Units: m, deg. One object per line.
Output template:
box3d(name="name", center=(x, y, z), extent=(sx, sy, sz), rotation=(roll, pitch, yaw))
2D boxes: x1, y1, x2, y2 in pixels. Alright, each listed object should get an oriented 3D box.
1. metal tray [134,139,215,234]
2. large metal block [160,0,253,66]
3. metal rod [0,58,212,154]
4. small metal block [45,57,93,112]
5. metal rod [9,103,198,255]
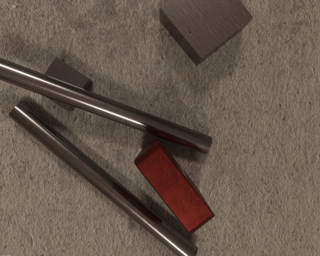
box3d(name="metal tray", center=(0.014, 0.058, 0.358), extent=(0.030, 0.130, 0.090), rotation=(-38, 90, 0))
box3d(name="large metal block", center=(0.056, -0.140, 0.398), extent=(0.080, 0.050, 0.080), rotation=(-39, 91, 0))
box3d(name="metal rod", center=(-0.076, -0.028, 0.388), extent=(0.302, 0.025, 0.025), rotation=(20, 90, -9))
box3d(name="small metal block", center=(-0.126, -0.057, 0.408), extent=(0.050, 0.025, 0.050), rotation=(34, 90, -1))
box3d(name="metal rod", center=(-0.073, 0.073, 0.409), extent=(0.300, 0.025, 0.025), rotation=(40, 90, -1))
